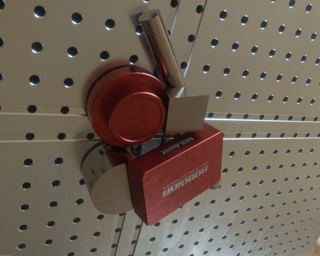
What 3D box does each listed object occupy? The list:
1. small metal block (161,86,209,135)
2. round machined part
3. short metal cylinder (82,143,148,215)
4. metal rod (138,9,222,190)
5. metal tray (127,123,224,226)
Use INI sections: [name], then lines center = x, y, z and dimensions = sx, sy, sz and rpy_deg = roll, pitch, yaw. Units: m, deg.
[small metal block]
center = 0.028, -0.022, 0.378
dimensions = 0.050, 0.025, 0.050
rpy_deg = -7, 124, -19
[round machined part]
center = -0.032, -0.019, 0.365
dimensions = 0.099, 0.042, 0.097
rpy_deg = -13, 124, -20
[short metal cylinder]
center = -0.055, 0.064, 0.399
dimensions = 0.081, 0.050, 0.079
rpy_deg = -14, 124, -21
[metal rod]
center = 0.039, -0.014, 0.420
dimensions = 0.025, 0.025, 0.299
rpy_deg = -32, 129, -8
[metal tray]
center = 0.025, 0.058, 0.403
dimensions = 0.131, 0.030, 0.089
rpy_deg = -25, 129, -29
